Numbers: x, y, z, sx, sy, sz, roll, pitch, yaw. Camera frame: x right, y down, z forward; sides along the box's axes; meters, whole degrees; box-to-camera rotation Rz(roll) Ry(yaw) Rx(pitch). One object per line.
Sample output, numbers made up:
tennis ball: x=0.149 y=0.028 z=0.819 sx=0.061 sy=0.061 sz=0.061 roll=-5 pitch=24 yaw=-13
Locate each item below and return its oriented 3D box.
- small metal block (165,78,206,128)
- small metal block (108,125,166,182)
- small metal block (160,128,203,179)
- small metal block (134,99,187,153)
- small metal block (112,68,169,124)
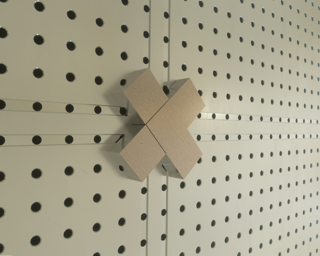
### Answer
small metal block: x=0.031 y=-0.035 z=0.437 sx=0.050 sy=0.025 sz=0.050 roll=-49 pitch=119 yaw=-29
small metal block: x=-0.027 y=0.031 z=0.388 sx=0.050 sy=0.025 sz=0.050 roll=-49 pitch=119 yaw=-29
small metal block: x=0.027 y=0.035 z=0.434 sx=0.050 sy=0.025 sz=0.050 roll=-49 pitch=119 yaw=-29
small metal block: x=0.002 y=-0.002 z=0.412 sx=0.050 sy=0.025 sz=0.050 roll=-49 pitch=119 yaw=-29
small metal block: x=-0.024 y=-0.040 z=0.391 sx=0.050 sy=0.025 sz=0.050 roll=-49 pitch=119 yaw=-29
